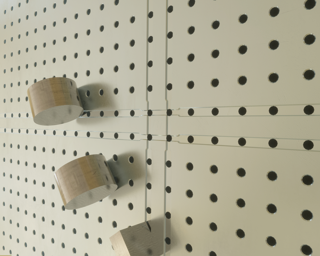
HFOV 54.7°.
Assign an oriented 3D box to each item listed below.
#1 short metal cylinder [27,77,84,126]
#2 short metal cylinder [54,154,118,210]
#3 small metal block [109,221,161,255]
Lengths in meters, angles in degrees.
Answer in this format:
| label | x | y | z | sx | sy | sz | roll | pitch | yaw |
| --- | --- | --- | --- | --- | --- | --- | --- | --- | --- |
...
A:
| label | x | y | z | sx | sy | sz | roll | pitch | yaw |
| --- | --- | --- | --- | --- | --- | --- | --- | --- | --- |
| short metal cylinder | -0.174 | -0.043 | 0.517 | 0.080 | 0.081 | 0.050 | -30 | 71 | 36 |
| short metal cylinder | -0.111 | 0.081 | 0.465 | 0.080 | 0.081 | 0.050 | -41 | 65 | 32 |
| small metal block | -0.033 | 0.161 | 0.421 | 0.025 | 0.050 | 0.050 | -43 | 64 | 32 |
